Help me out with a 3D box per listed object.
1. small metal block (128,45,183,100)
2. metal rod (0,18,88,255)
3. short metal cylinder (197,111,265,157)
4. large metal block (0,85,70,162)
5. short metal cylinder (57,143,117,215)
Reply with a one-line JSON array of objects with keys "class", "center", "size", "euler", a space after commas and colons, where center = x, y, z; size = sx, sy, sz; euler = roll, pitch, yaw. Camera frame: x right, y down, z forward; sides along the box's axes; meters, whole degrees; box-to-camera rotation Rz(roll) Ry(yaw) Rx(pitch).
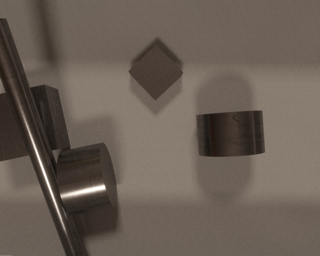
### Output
[{"class": "small metal block", "center": [-0.005, -0.072, 0.411], "size": [0.050, 0.025, 0.050], "euler": [-44, 91, 0]}, {"class": "metal rod", "center": [-0.138, 0.030, 0.359], "size": [0.025, 0.025, 0.298], "euler": [-13, 106, 0]}, {"class": "short metal cylinder", "center": [0.087, 0.006, 0.385], "size": [0.081, 0.080, 0.050], "euler": [-4, 90, -1]}, {"class": "large metal block", "center": [-0.170, -0.005, 0.397], "size": [0.080, 0.050, 0.080], "euler": [-12, 90, -1]}, {"class": "short metal cylinder", "center": [-0.088, 0.062, 0.383], "size": [0.050, 0.080, 0.080], "euler": [-12, 90, 0]}]
